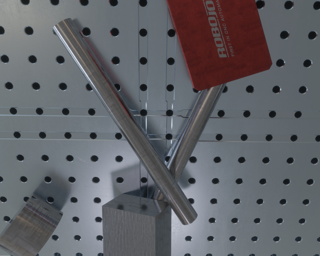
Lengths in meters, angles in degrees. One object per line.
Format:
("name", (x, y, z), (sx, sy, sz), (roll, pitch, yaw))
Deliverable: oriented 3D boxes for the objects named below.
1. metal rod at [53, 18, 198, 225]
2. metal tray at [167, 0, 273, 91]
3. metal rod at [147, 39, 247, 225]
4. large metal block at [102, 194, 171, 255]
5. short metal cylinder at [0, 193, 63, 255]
("metal rod", (-0.038, 0.001, 0.396), (0.025, 0.025, 0.299), (-30, 101, 10))
("metal tray", (0.064, -0.116, 0.354), (0.090, 0.030, 0.129), (-17, 97, 6))
("metal rod", (0.036, 0.021, 0.421), (0.025, 0.025, 0.298), (21, 109, -8))
("large metal block", (-0.031, 0.143, 0.429), (0.080, 0.050, 0.079), (4, 100, 25))
("short metal cylinder", (-0.182, 0.139, 0.434), (0.050, 0.080, 0.080), (39, 105, -13))
